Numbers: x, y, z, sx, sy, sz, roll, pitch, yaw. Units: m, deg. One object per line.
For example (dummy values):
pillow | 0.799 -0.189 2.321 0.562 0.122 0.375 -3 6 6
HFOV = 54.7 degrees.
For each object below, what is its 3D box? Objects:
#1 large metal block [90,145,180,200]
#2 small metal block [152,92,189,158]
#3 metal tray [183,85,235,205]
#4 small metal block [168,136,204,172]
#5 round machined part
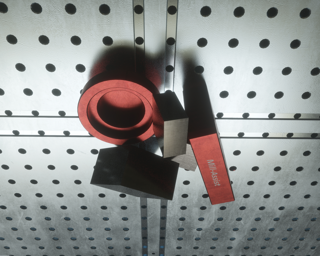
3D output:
large metal block | -0.034 0.062 0.417 0.080 0.050 0.080 25 159 -33
small metal block | 0.010 -0.004 0.338 0.025 0.050 0.050 -9 130 -11
metal tray | 0.062 0.023 0.389 0.030 0.090 0.129 -14 129 11
small metal block | 0.032 0.029 0.431 0.050 0.025 0.050 16 134 0
round machined part | -0.046 -0.029 0.375 0.099 0.042 0.097 -1 130 0
